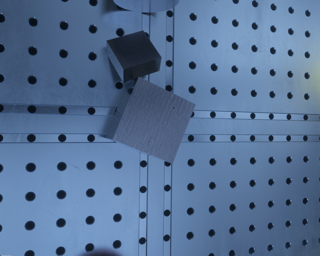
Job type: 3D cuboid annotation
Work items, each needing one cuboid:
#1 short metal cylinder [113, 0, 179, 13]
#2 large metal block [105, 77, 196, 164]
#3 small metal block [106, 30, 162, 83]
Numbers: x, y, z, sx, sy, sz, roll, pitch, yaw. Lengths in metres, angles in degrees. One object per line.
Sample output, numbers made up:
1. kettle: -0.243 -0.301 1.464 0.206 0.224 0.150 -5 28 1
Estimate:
1. short metal cylinder: -0.017 -0.180 0.377 0.081 0.080 0.050 0 90 -20
2. large metal block: -0.013 -0.008 0.394 0.080 0.050 0.080 24 82 -19
3. small metal block: -0.033 -0.090 0.388 0.050 0.025 0.050 -22 65 -19
